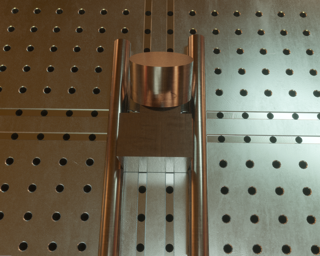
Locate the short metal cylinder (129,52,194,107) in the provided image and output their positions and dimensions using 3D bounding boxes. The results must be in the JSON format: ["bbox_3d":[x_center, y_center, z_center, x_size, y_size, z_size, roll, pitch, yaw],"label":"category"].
[{"bbox_3d":[0.001,-0.065,0.399,0.081,0.050,0.080,1,26,0],"label":"short metal cylinder"}]

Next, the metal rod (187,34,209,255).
[{"bbox_3d":[0.049,0.009,0.409,0.025,0.025,0.299,2,70,0],"label":"metal rod"}]

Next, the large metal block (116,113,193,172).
[{"bbox_3d":[-0.005,0.020,0.372,0.081,0.080,0.050,1,70,0],"label":"large metal block"}]

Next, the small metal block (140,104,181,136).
[{"bbox_3d":[0.000,-0.009,0.402,0.050,0.050,0.025,1,70,0],"label":"small metal block"}]

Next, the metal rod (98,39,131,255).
[{"bbox_3d":[-0.057,0.016,0.405,0.025,0.025,0.299,1,70,0],"label":"metal rod"}]
